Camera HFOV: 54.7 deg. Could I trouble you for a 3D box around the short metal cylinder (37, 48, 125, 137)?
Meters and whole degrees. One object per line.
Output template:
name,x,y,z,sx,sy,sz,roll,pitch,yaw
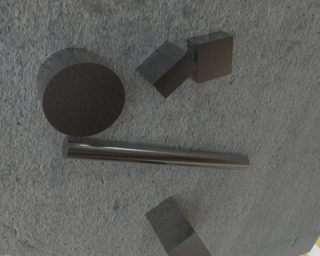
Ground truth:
short metal cylinder,-0.083,-0.038,0.323,0.081,0.050,0.079,-14,125,-21

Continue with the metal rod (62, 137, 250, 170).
metal rod,0.016,0.041,0.442,0.302,0.025,0.025,8,114,-32

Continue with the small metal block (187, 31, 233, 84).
small metal block,0.062,-0.089,0.388,0.050,0.025,0.050,-19,126,-18

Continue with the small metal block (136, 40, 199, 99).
small metal block,0.007,-0.068,0.354,0.050,0.050,0.025,-43,130,1

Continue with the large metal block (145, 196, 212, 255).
large metal block,0.029,0.170,0.495,0.050,0.080,0.080,-35,129,-6
